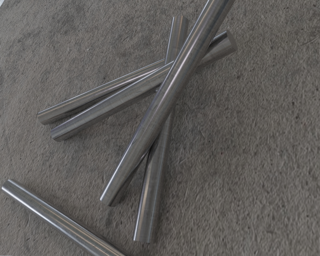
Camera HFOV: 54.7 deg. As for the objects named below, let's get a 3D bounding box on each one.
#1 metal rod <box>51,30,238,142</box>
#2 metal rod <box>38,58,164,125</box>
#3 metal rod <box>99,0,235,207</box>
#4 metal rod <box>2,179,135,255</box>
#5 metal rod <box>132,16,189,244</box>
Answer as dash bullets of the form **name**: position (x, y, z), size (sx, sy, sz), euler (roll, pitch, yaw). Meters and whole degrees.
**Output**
- **metal rod**: position (-0.041, -0.042, 0.408), size (0.300, 0.025, 0.025), euler (-24, 52, 30)
- **metal rod**: position (-0.059, -0.066, 0.475), size (0.301, 0.025, 0.025), euler (-20, 54, 16)
- **metal rod**: position (0.008, -0.035, 0.344), size (0.025, 0.025, 0.298), euler (43, 111, 39)
- **metal rod**: position (-0.108, 0.125, 0.383), size (0.300, 0.025, 0.025), euler (17, 71, 34)
- **metal rod**: position (0.005, -0.014, 0.390), size (0.025, 0.025, 0.299), euler (-1, 67, 27)
